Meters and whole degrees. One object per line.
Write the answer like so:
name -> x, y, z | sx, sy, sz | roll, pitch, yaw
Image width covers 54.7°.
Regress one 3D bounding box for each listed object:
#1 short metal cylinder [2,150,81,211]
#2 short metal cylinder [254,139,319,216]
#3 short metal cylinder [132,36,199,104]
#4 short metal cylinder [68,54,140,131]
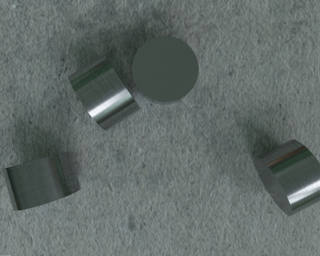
short metal cylinder -> -0.144, 0.063, 0.381 | 0.080, 0.080, 0.050 | -15, 90, 0
short metal cylinder -> 0.162, 0.061, 0.385 | 0.050, 0.080, 0.080 | -27, 90, 0
short metal cylinder -> 0.006, -0.071, 0.398 | 0.081, 0.050, 0.079 | 0, 90, -1
short metal cylinder -> -0.067, -0.043, 0.382 | 0.050, 0.080, 0.080 | -33, 90, 0
